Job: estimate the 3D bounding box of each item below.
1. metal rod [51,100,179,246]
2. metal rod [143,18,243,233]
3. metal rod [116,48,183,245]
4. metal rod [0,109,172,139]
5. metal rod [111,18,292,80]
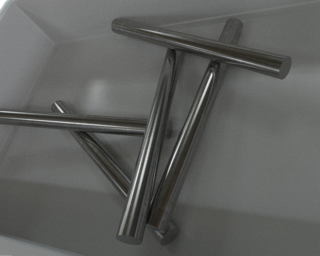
[{"bbox_3d":[-0.079,0.040,0.422,0.025,0.025,0.300,-47,51,-4],"label":"metal rod"},{"bbox_3d":[0.050,-0.023,0.376,0.025,0.025,0.300,8,60,31],"label":"metal rod"},{"bbox_3d":[-0.002,-0.011,0.379,0.025,0.025,0.300,-7,48,24],"label":"metal rod"},{"bbox_3d":[-0.130,-0.009,0.445,0.301,0.025,0.025,4,64,18],"label":"metal rod"},{"bbox_3d":[0.031,-0.117,0.423,0.300,0.025,0.025,28,77,40],"label":"metal rod"}]
